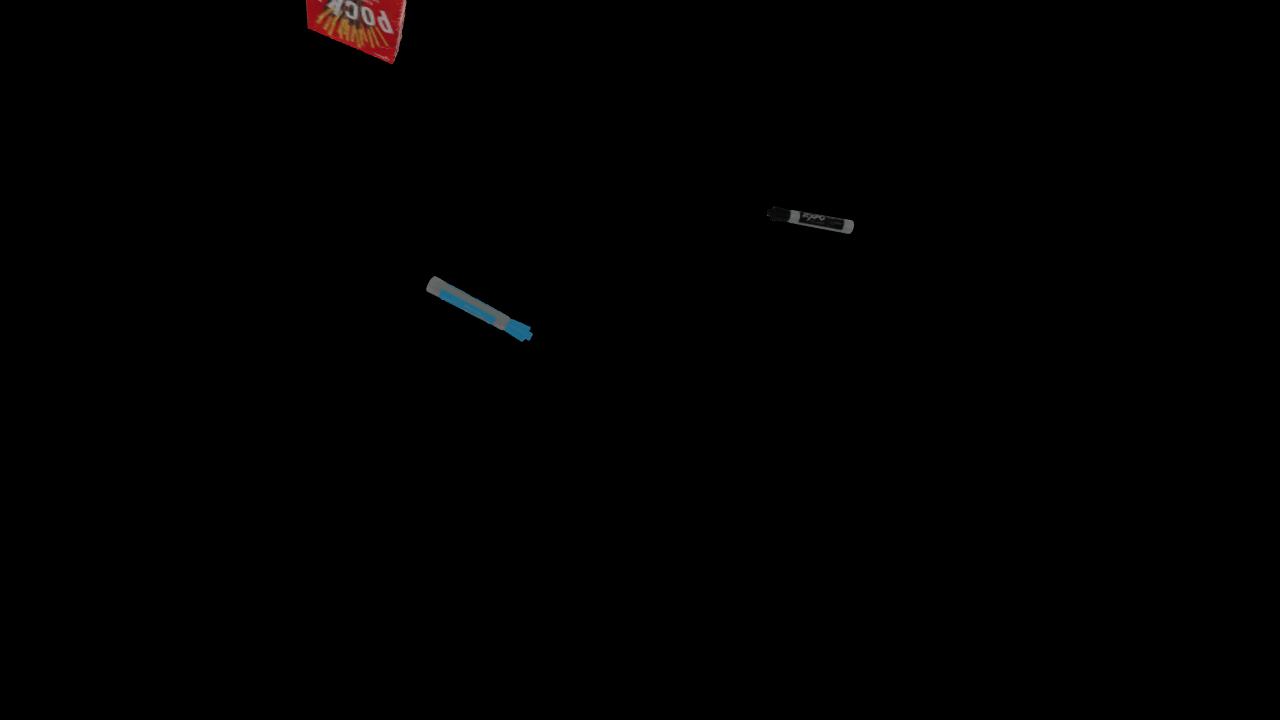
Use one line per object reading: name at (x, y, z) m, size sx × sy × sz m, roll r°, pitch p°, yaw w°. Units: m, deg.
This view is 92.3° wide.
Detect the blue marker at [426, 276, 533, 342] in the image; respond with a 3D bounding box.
blue marker at (-0.171, -0.053, 0.663) m, size 0.121 × 0.020 × 0.020 m, roll 29°, pitch -3°, yaw -5°

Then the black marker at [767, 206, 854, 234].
black marker at (0.228, -0.188, 0.824) m, size 0.121 × 0.020 × 0.020 m, roll 7°, pitch -1°, yaw -12°

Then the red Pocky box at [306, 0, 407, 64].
red Pocky box at (-0.252, -0.333, 0.549) m, size 0.083 × 0.028 × 0.155 m, roll 14°, pitch -14°, yaw -24°
